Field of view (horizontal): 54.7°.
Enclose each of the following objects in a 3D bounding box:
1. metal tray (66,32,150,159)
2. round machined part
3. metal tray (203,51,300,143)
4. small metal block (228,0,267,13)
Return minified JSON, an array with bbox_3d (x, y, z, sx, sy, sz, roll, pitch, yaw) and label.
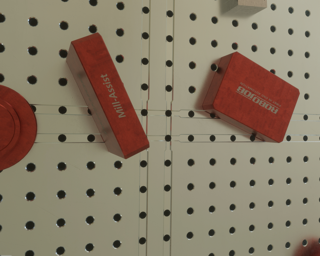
[{"bbox_3d":[-0.063,-0.032,0.354,0.030,0.090,0.129,-26,99,-18],"label":"metal tray"},{"bbox_3d":[-0.186,0.000,0.335,0.099,0.042,0.097,0,90,-20],"label":"round machined part"},{"bbox_3d":[0.138,-0.043,0.460,0.131,0.030,0.090,25,82,-18],"label":"metal tray"},{"bbox_3d":[0.129,-0.201,0.460,0.050,0.025,0.050,-4,91,-20],"label":"small metal block"}]
